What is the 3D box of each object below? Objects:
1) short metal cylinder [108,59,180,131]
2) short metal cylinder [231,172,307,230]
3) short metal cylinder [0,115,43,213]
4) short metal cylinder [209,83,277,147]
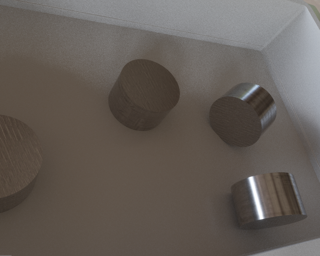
[{"bbox_3d":[-0.021,-0.043,0.406,0.081,0.050,0.080,14,56,-21],"label":"short metal cylinder"},{"bbox_3d":[0.134,0.093,0.388,0.081,0.080,0.050,7,59,-25],"label":"short metal cylinder"},{"bbox_3d":[-0.154,0.034,0.286,0.081,0.050,0.080,14,56,-21],"label":"short metal cylinder"},{"bbox_3d":[0.120,-0.019,0.449,0.080,0.080,0.050,49,51,5],"label":"short metal cylinder"}]
